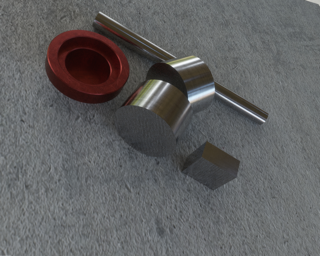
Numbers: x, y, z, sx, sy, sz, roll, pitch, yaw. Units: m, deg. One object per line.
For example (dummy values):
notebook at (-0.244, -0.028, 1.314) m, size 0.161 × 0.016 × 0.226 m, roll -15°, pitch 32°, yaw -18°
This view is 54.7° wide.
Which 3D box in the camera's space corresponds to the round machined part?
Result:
round machined part at (-0.092, -0.071, 0.387) m, size 0.099 × 0.042 × 0.098 m, roll 14°, pitch 56°, yaw -21°

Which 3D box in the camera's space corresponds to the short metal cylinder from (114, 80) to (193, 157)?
short metal cylinder at (-0.007, -0.011, 0.371) m, size 0.080 × 0.080 × 0.050 m, roll 37°, pitch 51°, yaw -4°

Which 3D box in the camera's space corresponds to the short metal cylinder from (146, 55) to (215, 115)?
short metal cylinder at (0.026, -0.053, 0.415) m, size 0.050 × 0.080 × 0.080 m, roll -24°, pitch 75°, yaw -36°

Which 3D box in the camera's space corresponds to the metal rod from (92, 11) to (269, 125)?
metal rod at (0.038, -0.087, 0.476) m, size 0.301 × 0.025 × 0.025 m, roll 29°, pitch 52°, yaw -10°

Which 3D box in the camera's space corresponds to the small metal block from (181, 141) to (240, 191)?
small metal block at (0.064, 0.049, 0.392) m, size 0.050 × 0.050 × 0.025 m, roll 31°, pitch 52°, yaw -9°
